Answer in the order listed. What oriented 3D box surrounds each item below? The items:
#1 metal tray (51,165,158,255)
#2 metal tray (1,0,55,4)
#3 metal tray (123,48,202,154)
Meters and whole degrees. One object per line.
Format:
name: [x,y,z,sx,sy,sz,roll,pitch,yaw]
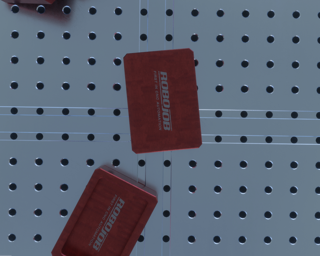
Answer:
metal tray: [-0.071,0.127,0.409,0.090,0.030,0.130,28,90,-1]
metal tray: [-0.166,-0.227,0.390,0.090,0.030,0.129,11,92,22]
metal tray: [0.004,-0.035,0.411,0.091,0.030,0.129,-5,90,-1]
